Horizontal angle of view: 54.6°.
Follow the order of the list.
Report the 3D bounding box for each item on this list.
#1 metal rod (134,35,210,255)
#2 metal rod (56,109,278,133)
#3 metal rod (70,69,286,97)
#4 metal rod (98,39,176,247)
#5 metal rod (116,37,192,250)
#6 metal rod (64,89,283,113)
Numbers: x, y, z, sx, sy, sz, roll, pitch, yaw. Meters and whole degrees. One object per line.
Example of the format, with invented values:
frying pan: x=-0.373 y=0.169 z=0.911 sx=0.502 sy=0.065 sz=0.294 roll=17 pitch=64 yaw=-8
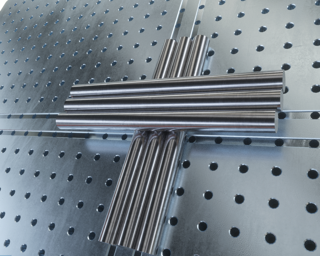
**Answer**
metal rod: x=0.023 y=0.003 z=0.395 sx=0.025 sy=0.025 sz=0.300 roll=2 pitch=62 yaw=29
metal rod: x=-0.013 y=-0.009 z=0.389 sx=0.300 sy=0.025 sz=0.025 roll=1 pitch=62 yaw=28
metal rod: x=0.003 y=-0.053 z=0.408 sx=0.300 sy=0.025 sz=0.025 roll=1 pitch=62 yaw=28
metal rod: x=-0.021 y=0.002 z=0.419 sx=0.025 sy=0.025 sz=0.300 roll=2 pitch=62 yaw=29
metal rod: x=0.001 y=0.002 z=0.407 sx=0.025 sy=0.025 sz=0.300 roll=2 pitch=62 yaw=29
metal rod: x=-0.004 y=-0.031 z=0.398 sx=0.300 sy=0.025 sz=0.025 roll=1 pitch=62 yaw=28
